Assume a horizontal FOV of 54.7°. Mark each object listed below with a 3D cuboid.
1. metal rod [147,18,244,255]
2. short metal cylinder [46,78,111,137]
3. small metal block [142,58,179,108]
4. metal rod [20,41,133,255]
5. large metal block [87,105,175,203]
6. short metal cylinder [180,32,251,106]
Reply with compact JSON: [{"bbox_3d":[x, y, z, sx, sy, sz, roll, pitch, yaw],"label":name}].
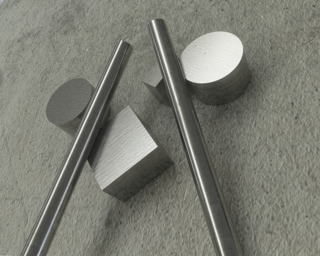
[{"bbox_3d":[0.032,-0.003,0.349,0.025,0.025,0.299,-22,66,15],"label":"metal rod"},{"bbox_3d":[-0.123,-0.029,0.470,0.080,0.050,0.080,-13,56,21],"label":"short metal cylinder"},{"bbox_3d":[0.011,-0.064,0.422,0.025,0.050,0.050,30,78,37],"label":"small metal block"},{"bbox_3d":[-0.094,0.017,0.378,0.025,0.025,0.300,5,64,30],"label":"metal rod"},{"bbox_3d":[-0.042,0.032,0.390,0.080,0.050,0.080,-38,51,2],"label":"large metal block"},{"bbox_3d":[0.071,-0.076,0.397,0.080,0.050,0.080,-13,56,21],"label":"short metal cylinder"}]
